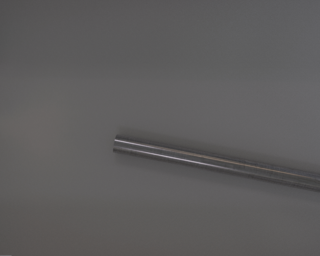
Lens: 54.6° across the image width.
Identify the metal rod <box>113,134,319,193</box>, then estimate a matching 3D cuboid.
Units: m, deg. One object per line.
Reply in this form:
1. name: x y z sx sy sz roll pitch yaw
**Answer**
1. metal rod: 0.089 0.049 0.411 0.301 0.025 0.025 11 90 0
